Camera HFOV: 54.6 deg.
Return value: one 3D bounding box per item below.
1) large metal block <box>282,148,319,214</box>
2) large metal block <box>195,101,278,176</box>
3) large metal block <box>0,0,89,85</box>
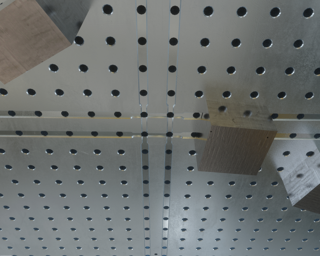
[{"bbox_3d":[0.251,0.085,0.469,0.080,0.050,0.080,18,128,-15],"label":"large metal block"},{"bbox_3d":[0.095,0.014,0.408,0.080,0.050,0.080,5,130,-5],"label":"large metal block"},{"bbox_3d":[-0.122,-0.098,0.291,0.080,0.080,0.050,-24,126,19],"label":"large metal block"}]
